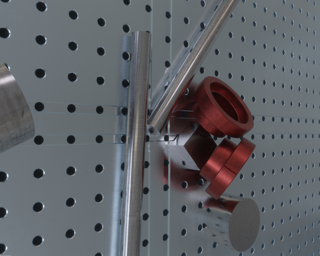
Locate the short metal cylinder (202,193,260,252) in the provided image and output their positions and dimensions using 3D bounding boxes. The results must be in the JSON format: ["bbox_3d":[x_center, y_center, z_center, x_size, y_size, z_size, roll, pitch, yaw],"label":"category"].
[{"bbox_3d":[0.113,0.146,0.488,0.081,0.050,0.080,0,90,-40],"label":"short metal cylinder"}]

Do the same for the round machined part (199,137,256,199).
[{"bbox_3d":[0.094,0.053,0.454,0.042,0.097,0.098,36,59,13],"label":"round machined part"}]

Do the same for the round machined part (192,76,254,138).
[{"bbox_3d":[0.086,-0.025,0.450,0.098,0.042,0.098,30,36,-24],"label":"round machined part"}]

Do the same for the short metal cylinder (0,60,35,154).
[{"bbox_3d":[-0.147,-0.015,0.250,0.050,0.080,0.080,-33,111,-35],"label":"short metal cylinder"}]

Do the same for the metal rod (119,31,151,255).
[{"bbox_3d":[-0.031,0.032,0.383,0.025,0.025,0.298,5,87,-40],"label":"metal rod"}]

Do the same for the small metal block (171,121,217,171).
[{"bbox_3d":[0.051,0.026,0.452,0.050,0.025,0.050,-50,120,-28],"label":"small metal block"}]

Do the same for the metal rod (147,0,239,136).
[{"bbox_3d":[0.060,-0.116,0.458,0.025,0.025,0.300,46,63,-31],"label":"metal rod"}]
